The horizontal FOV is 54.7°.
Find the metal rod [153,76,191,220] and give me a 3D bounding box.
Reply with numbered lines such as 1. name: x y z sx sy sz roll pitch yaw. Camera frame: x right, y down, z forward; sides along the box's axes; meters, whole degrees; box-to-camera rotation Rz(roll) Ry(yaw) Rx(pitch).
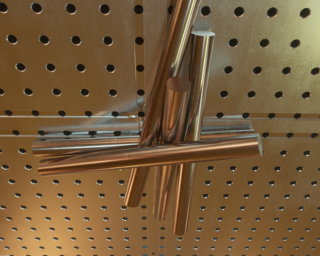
1. metal rod: 0.009 0.052 0.426 0.025 0.025 0.298 3 139 -3

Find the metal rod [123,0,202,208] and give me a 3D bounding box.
1. metal rod: -0.005 -0.015 0.375 0.025 0.025 0.298 11 122 -10

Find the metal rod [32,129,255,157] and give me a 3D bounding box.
1. metal rod: -0.022 0.021 0.429 0.302 0.025 0.025 -3 130 1

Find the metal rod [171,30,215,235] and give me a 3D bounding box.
1. metal rod: 0.038 0.028 0.403 0.025 0.025 0.298 2 120 -2

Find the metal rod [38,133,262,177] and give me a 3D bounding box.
1. metal rod: -0.032 0.037 0.381 0.300 0.025 0.025 -8 131 25
